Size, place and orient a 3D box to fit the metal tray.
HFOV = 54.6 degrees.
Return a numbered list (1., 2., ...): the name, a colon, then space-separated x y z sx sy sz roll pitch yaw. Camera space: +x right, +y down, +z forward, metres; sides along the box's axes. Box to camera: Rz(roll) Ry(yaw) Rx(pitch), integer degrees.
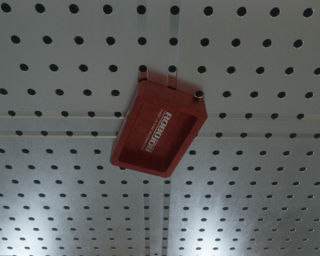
1. metal tray: -0.006 0.007 0.414 0.091 0.030 0.129 16 129 -14
